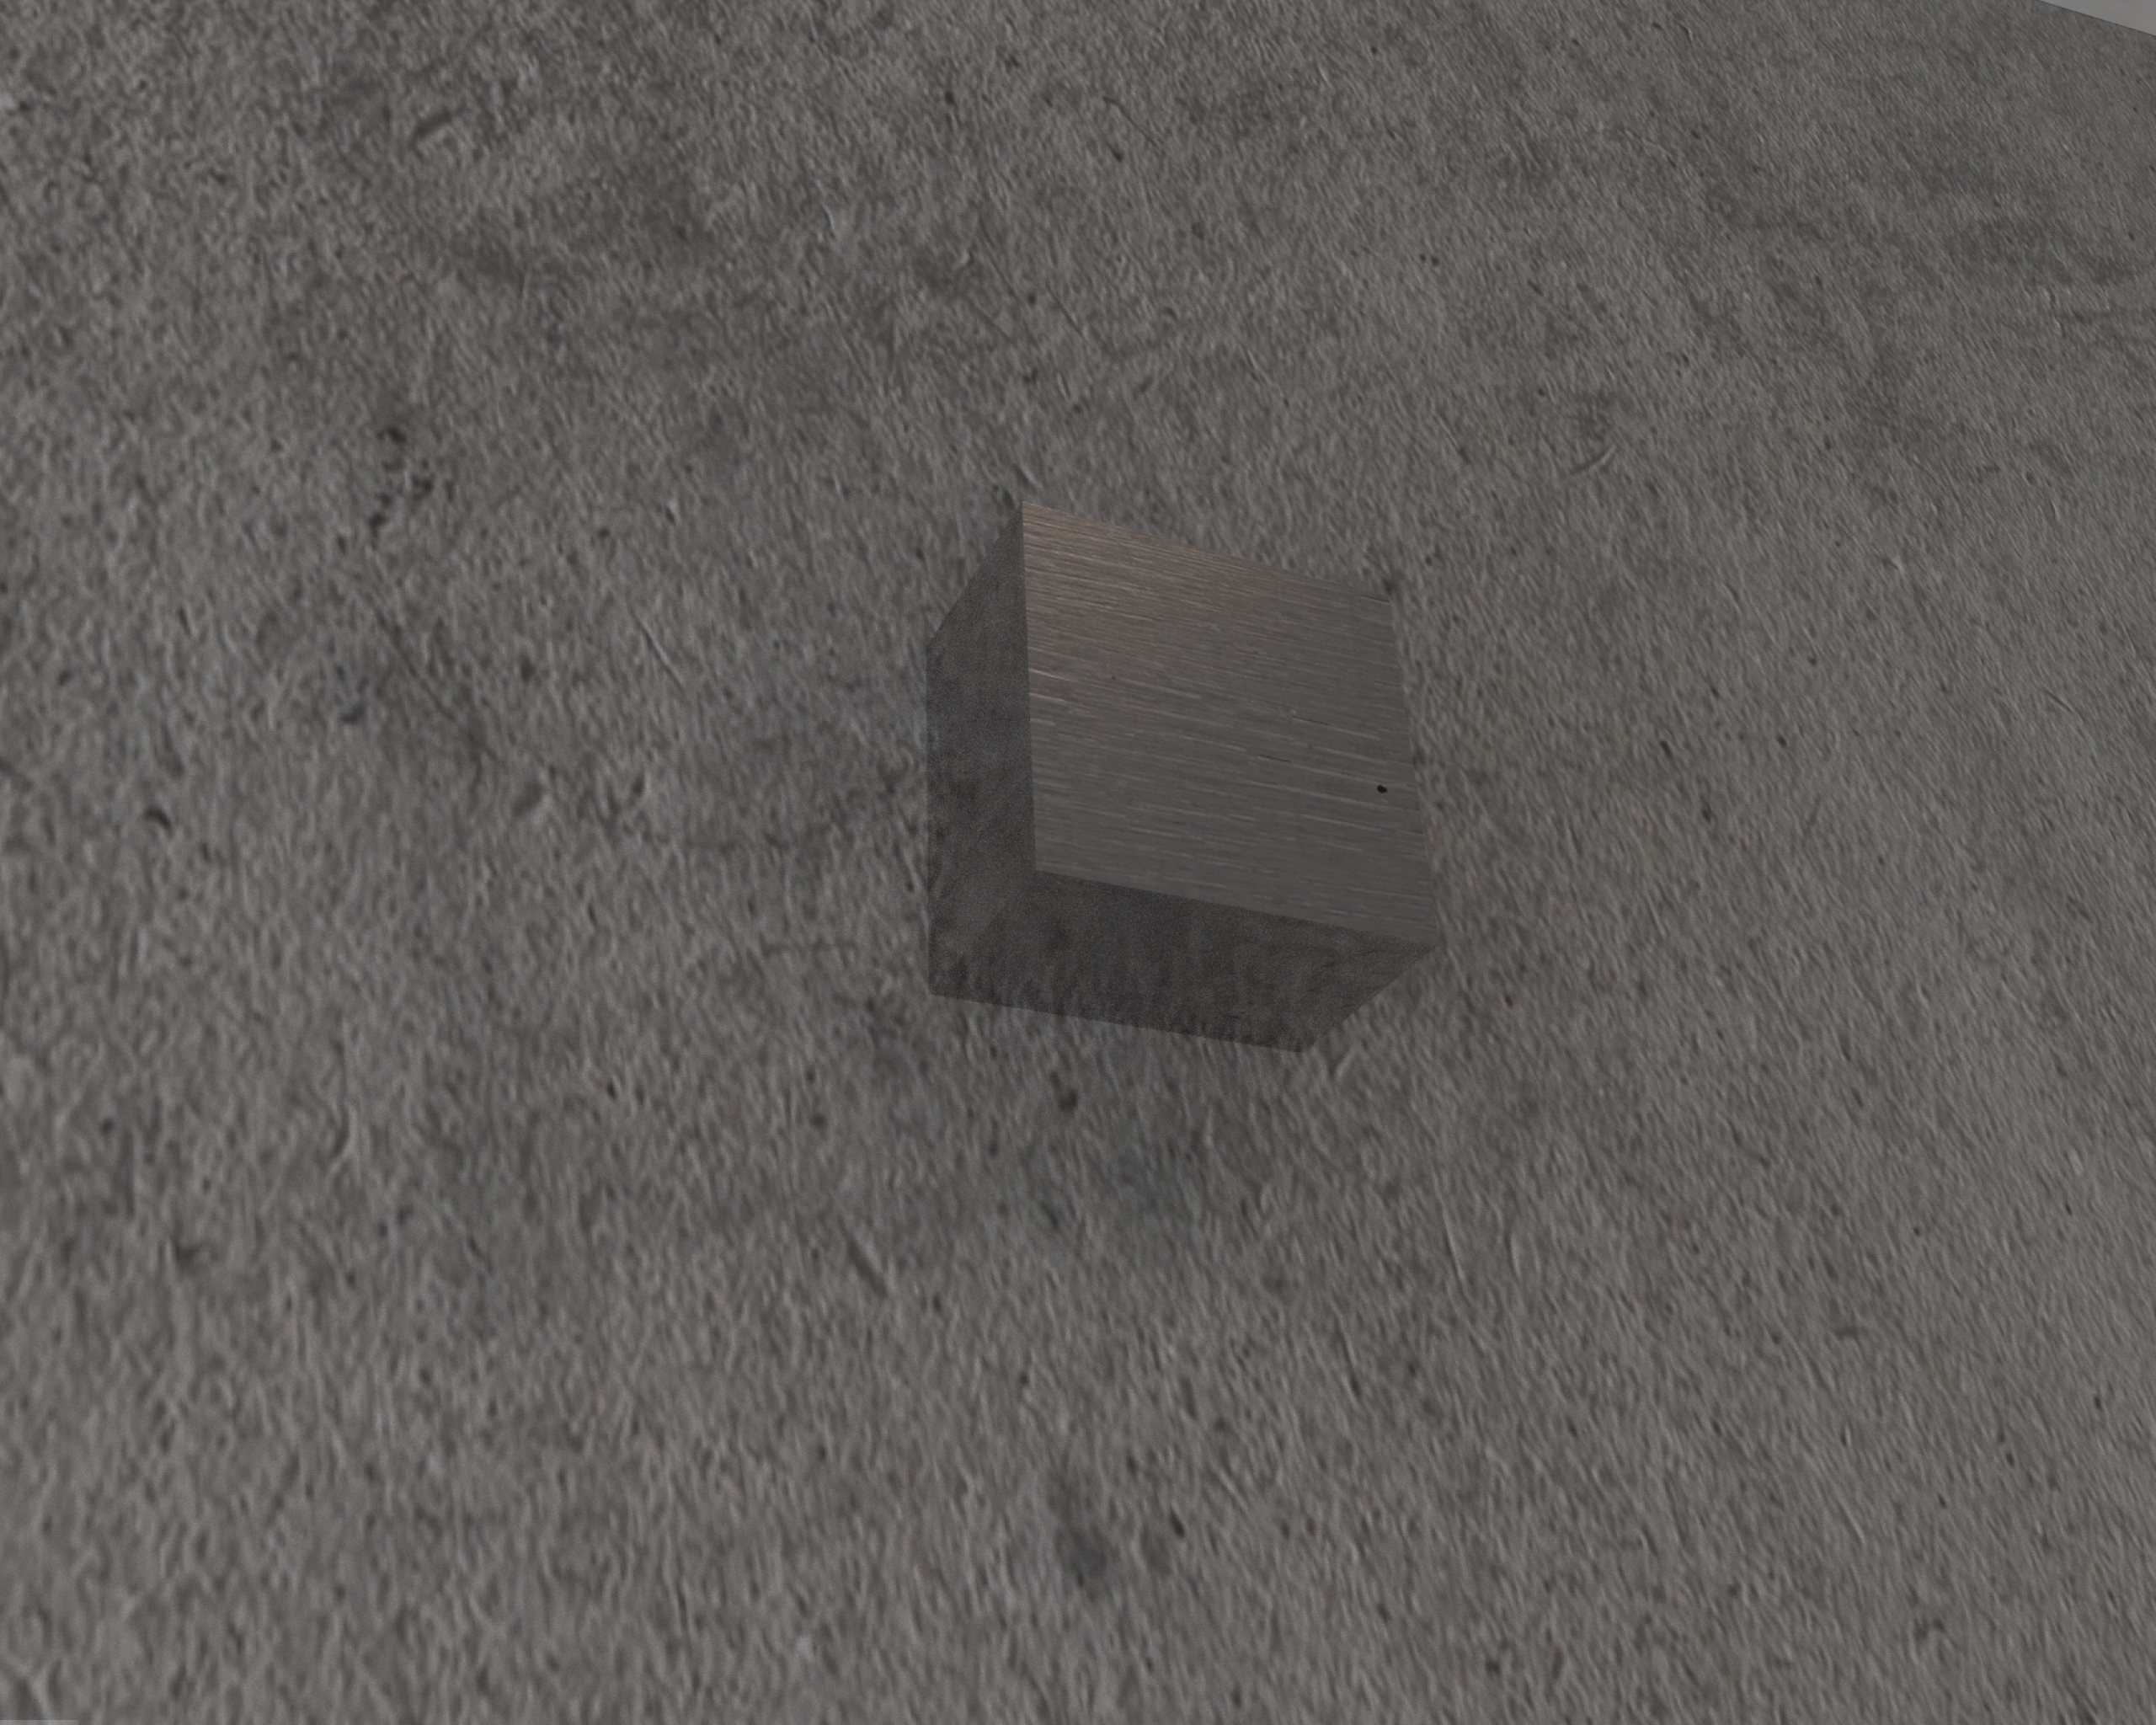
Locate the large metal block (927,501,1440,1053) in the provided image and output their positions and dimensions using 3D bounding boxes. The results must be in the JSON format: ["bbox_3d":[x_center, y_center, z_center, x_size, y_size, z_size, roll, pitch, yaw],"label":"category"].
[{"bbox_3d":[0.017,-0.015,0.406,0.081,0.050,0.080,11,57,-22],"label":"large metal block"}]
